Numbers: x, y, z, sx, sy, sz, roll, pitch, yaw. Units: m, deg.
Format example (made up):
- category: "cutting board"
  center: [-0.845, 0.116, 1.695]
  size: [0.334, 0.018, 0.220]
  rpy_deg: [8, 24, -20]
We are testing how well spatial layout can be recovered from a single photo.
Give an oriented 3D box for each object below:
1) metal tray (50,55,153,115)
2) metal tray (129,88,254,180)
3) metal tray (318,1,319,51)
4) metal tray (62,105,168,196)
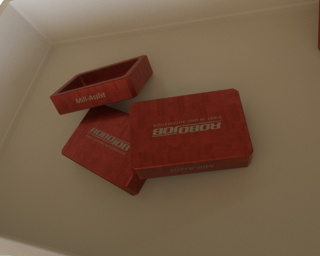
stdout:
- category: "metal tray"
  center: [-0.084, -0.064, 0.458]
  size: [0.130, 0.030, 0.090]
  rpy_deg: [-11, 28, 22]
- category: "metal tray"
  center: [0.032, 0.006, 0.359]
  size: [0.131, 0.030, 0.090]
  rpy_deg: [-8, 57, 5]
- category: "metal tray"
  center: [0.197, -0.125, 0.296]
  size: [0.030, 0.129, 0.090]
  rpy_deg: [-21, 34, -6]
- category: "metal tray"
  center: [-0.063, 0.023, 0.420]
  size: [0.130, 0.030, 0.090]
  rpy_deg: [21, 72, 35]
